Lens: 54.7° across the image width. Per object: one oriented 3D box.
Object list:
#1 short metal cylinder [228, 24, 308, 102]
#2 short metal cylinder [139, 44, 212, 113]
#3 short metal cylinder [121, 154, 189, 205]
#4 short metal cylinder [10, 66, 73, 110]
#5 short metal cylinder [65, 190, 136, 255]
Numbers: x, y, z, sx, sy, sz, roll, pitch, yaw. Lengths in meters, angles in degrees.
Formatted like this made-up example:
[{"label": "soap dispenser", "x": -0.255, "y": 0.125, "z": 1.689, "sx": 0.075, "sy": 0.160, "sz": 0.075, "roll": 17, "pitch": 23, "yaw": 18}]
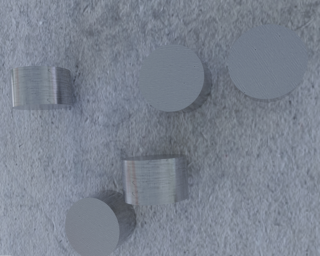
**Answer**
[{"label": "short metal cylinder", "x": 0.122, "y": -0.071, "z": 0.353, "sx": 0.080, "sy": 0.050, "sz": 0.079, "roll": 0, "pitch": 90, "yaw": 19}, {"label": "short metal cylinder", "x": 0.021, "y": -0.059, "z": 0.388, "sx": 0.080, "sy": 0.050, "sz": 0.079, "roll": 0, "pitch": 90, "yaw": 19}, {"label": "short metal cylinder", "x": -0.006, "y": 0.061, "z": 0.381, "sx": 0.080, "sy": 0.080, "sz": 0.050, "roll": -4, "pitch": 89, "yaw": 19}, {"label": "short metal cylinder", "x": -0.166, "y": -0.054, "z": 0.437, "sx": 0.080, "sy": 0.080, "sz": 0.050, "roll": -4, "pitch": 89, "yaw": 19}, {"label": "short metal cylinder", "x": -0.080, "y": 0.129, "z": 0.423, "sx": 0.080, "sy": 0.050, "sz": 0.079, "roll": 0, "pitch": 90, "yaw": 19}]
